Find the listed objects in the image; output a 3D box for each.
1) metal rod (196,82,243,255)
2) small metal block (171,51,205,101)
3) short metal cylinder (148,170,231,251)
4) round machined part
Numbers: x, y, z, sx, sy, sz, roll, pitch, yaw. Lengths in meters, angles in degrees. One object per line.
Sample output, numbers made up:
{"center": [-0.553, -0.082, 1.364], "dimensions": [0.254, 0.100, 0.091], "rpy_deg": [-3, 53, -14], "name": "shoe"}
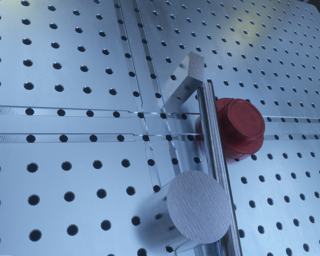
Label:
{"center": [0.077, 0.075, 0.392], "dimensions": [0.025, 0.025, 0.299], "rpy_deg": [8, 62, -25], "name": "metal rod"}
{"center": [0.042, -0.077, 0.464], "dimensions": [0.025, 0.050, 0.050], "rpy_deg": [20, 54, -17], "name": "small metal block"}
{"center": [0.033, 0.095, 0.354], "dimensions": [0.081, 0.050, 0.080], "rpy_deg": [14, 56, -21], "name": "short metal cylinder"}
{"center": [0.118, -0.005, 0.466], "dimensions": [0.099, 0.042, 0.098], "rpy_deg": [14, 56, -21], "name": "round machined part"}
